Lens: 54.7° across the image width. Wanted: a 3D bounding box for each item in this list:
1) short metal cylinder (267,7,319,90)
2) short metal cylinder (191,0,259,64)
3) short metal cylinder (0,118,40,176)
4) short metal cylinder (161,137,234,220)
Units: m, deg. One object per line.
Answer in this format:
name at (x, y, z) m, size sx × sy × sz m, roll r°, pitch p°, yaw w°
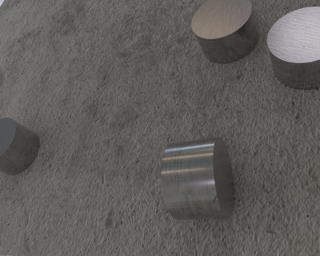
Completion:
short metal cylinder at (0.168, -0.091, 0.355) m, size 0.080 × 0.050 × 0.080 m, roll -13°, pitch 56°, yaw 21°
short metal cylinder at (0.089, -0.135, 0.424) m, size 0.080 × 0.050 × 0.080 m, roll -13°, pitch 56°, yaw 21°
short metal cylinder at (-0.243, 0.030, 0.498) m, size 0.080 × 0.050 × 0.080 m, roll -13°, pitch 56°, yaw 21°
short metal cylinder at (0.041, 0.052, 0.315) m, size 0.050 × 0.080 × 0.080 m, roll -9°, pitch 58°, yaw 23°
